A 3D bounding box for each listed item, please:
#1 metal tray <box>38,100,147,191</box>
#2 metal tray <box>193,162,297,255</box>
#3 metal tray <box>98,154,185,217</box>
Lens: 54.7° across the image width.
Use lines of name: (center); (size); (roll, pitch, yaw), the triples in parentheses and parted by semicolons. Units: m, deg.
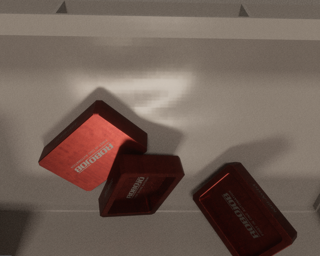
metal tray: (-0.092, 0.030, 0.430); (0.130, 0.030, 0.090); (-37, 122, 26)
metal tray: (0.119, 0.127, 0.454); (0.090, 0.130, 0.030); (-48, 156, 28)
metal tray: (-0.031, 0.088, 0.454); (0.091, 0.030, 0.129); (4, 139, -24)
